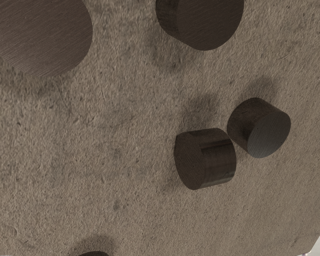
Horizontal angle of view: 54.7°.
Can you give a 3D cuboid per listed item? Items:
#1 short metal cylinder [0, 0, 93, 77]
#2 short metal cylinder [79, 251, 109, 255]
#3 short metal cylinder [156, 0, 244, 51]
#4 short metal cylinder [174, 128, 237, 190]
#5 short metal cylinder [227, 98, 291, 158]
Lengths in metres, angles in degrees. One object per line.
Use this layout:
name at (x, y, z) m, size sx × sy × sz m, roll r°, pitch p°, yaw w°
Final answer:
short metal cylinder at (-0.106, -0.092, 0.276) m, size 0.081 × 0.050 × 0.079 m, roll -14°, pitch 125°, yaw -21°
short metal cylinder at (-0.108, 0.241, 0.482) m, size 0.081 × 0.050 × 0.079 m, roll -14°, pitch 125°, yaw -21°
short metal cylinder at (0.042, -0.130, 0.335) m, size 0.081 × 0.050 × 0.079 m, roll -14°, pitch 125°, yaw -21°
short metal cylinder at (0.061, 0.042, 0.433) m, size 0.050 × 0.080 × 0.079 m, roll -8°, pitch 122°, yaw -25°
short metal cylinder at (0.151, 0.000, 0.476) m, size 0.081 × 0.050 × 0.079 m, roll -14°, pitch 125°, yaw -21°
